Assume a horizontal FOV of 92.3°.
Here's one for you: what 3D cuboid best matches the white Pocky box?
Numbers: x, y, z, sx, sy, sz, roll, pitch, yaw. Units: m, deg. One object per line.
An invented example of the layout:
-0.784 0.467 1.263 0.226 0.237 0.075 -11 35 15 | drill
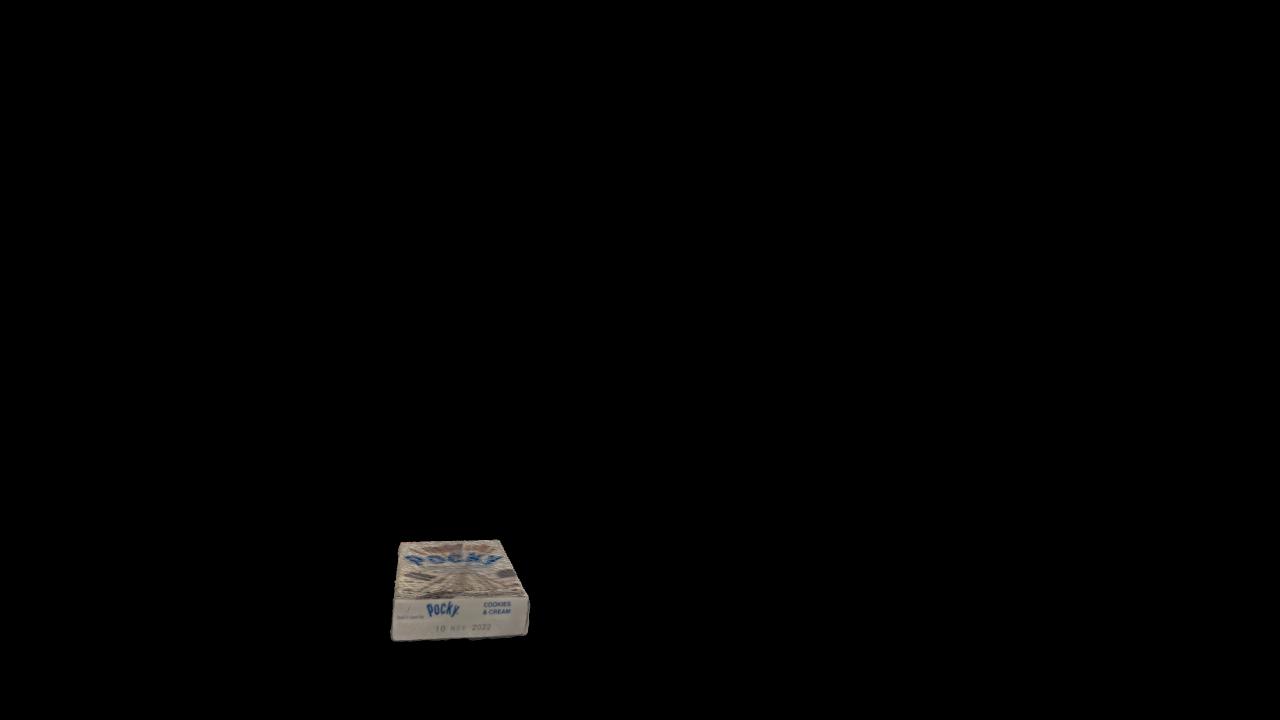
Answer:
-0.133 0.161 0.444 0.084 0.028 0.154 5 -4 -20 | white Pocky box
